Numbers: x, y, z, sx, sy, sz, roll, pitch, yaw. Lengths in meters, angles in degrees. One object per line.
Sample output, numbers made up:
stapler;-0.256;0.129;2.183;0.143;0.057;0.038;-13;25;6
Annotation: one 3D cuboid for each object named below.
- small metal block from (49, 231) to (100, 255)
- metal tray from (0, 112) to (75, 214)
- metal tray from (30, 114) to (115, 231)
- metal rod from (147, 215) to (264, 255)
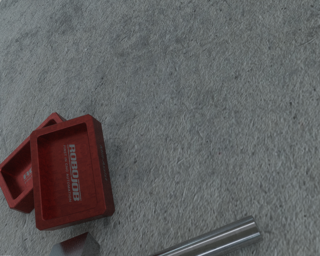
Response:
small metal block;-0.100;0.152;0.348;0.050;0.025;0.050;-25;23;13
metal tray;-0.176;0.049;0.460;0.130;0.030;0.090;-46;51;-4
metal tray;-0.114;0.056;0.396;0.090;0.030;0.130;-16;68;8
metal rod;-0.039;0.159;0.325;0.301;0.025;0.025;-26;53;11
